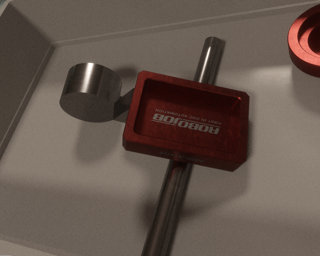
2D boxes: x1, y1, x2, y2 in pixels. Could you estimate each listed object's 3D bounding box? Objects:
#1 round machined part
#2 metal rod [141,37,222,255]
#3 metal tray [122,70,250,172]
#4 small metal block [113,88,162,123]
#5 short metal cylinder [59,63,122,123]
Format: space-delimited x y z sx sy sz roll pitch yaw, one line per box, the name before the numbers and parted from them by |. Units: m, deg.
round machined part | 0.198 -0.094 0.349 0.098 0.042 0.098 -13 56 20
metal rod | 0.033 0.010 0.380 0.025 0.025 0.300 4 63 30
metal tray | 0.031 -0.009 0.349 0.131 0.030 0.090 12 63 -2
small metal block | -0.026 -0.024 0.403 0.050 0.050 0.025 -28 55 49
short metal cylinder | -0.099 -0.049 0.451 0.080 0.080 0.050 -8 58 24
